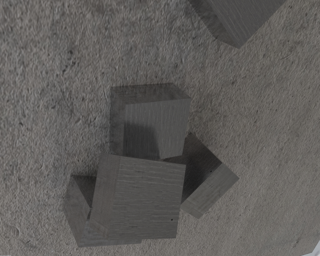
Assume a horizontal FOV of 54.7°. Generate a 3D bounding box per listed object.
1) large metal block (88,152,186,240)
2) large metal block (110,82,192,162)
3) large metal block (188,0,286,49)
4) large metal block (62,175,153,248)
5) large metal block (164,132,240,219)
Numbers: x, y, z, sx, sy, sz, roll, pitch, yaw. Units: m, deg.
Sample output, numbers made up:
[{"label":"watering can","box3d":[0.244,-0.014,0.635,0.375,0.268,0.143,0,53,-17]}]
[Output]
[{"label":"large metal block","box3d":[-0.024,0.073,0.337,0.081,0.050,0.080,12,83,-33]},{"label":"large metal block","box3d":[-0.015,-0.007,0.378,0.081,0.050,0.079,-8,122,-25]},{"label":"large metal block","box3d":[0.083,-0.150,0.343,0.080,0.050,0.080,-46,129,4]},{"label":"large metal block","box3d":[-0.069,0.102,0.392,0.081,0.080,0.050,10,103,-33]},{"label":"large metal block","box3d":[0.049,0.066,0.439,0.080,0.080,0.050,-46,129,4]}]
